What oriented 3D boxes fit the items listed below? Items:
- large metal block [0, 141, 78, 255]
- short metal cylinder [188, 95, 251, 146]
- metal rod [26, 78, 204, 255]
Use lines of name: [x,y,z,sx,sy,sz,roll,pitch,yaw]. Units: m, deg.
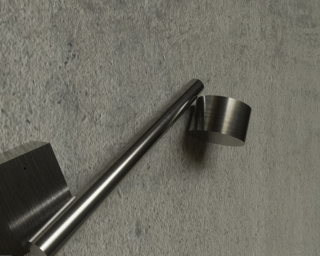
large metal block: [-0.131,0.065,0.280,0.081,0.050,0.080,-28,108,-37]
short metal cylinder: [0.086,-0.009,0.443,0.080,0.080,0.050,23,75,-38]
metal rod: [-0.022,0.019,0.349,0.301,0.025,0.025,-47,119,-43]
